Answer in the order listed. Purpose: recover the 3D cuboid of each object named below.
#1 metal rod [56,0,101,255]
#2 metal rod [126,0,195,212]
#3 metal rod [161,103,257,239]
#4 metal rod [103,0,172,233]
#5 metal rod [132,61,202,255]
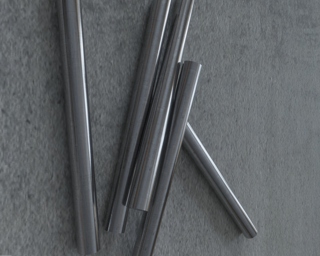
[{"bbox_3d":[-0.088,-0.015,0.332,0.025,0.025,0.298,-7,94,-40],"label":"metal rod"},{"bbox_3d":[0.006,-0.048,0.389,0.025,0.025,0.299,28,66,-37],"label":"metal rod"},{"bbox_3d":[0.081,0.072,0.475,0.025,0.025,0.299,-50,120,-28],"label":"metal rod"},{"bbox_3d":[-0.025,-0.025,0.385,0.025,0.025,0.299,19,78,-39],"label":"metal rod"},{"bbox_3d":[0.004,0.062,0.389,0.025,0.025,0.298,18,85,-39],"label":"metal rod"}]
